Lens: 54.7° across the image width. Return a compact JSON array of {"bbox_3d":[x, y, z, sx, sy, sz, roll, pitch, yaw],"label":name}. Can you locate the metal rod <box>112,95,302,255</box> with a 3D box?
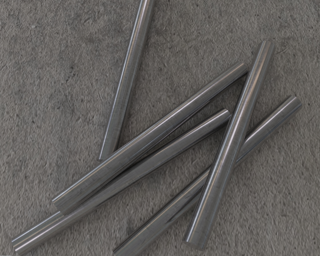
[{"bbox_3d":[0.068,0.057,0.387,0.301,0.025,0.025,-39,75,-13],"label":"metal rod"}]

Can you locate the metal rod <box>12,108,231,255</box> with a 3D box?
[{"bbox_3d":[-0.037,0.060,0.385,0.301,0.025,0.025,-31,73,-11],"label":"metal rod"}]

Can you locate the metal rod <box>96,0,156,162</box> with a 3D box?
[{"bbox_3d":[-0.040,-0.095,0.442,0.025,0.025,0.299,10,70,4],"label":"metal rod"}]

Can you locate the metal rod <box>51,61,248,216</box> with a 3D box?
[{"bbox_3d":[0.000,0.003,0.393,0.301,0.025,0.025,-37,74,-18],"label":"metal rod"}]

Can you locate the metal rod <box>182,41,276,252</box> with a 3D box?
[{"bbox_3d":[0.095,0.002,0.386,0.025,0.025,0.300,23,63,8],"label":"metal rod"}]
